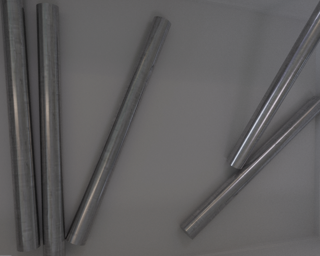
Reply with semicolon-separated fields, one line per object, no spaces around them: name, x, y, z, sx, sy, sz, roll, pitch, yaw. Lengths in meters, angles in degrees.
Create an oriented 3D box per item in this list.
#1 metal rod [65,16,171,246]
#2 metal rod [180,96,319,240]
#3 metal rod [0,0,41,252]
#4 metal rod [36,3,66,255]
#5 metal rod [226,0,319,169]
metal rod;-0.049;-0.002;0.392;0.025;0.025;0.299;23;82;-19
metal rod;0.147;0.050;0.464;0.301;0.025;0.025;-40;103;-16
metal rod;-0.159;-0.012;0.351;0.025;0.025;0.298;-4;91;-20
metal rod;-0.128;0.008;0.363;0.025;0.025;0.298;-2;91;-20
metal rod;0.169;-0.074;0.404;0.025;0.025;0.298;19;110;-19
